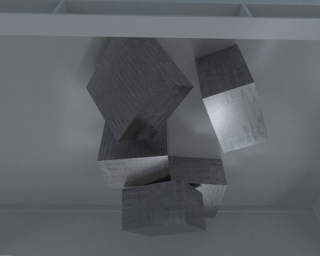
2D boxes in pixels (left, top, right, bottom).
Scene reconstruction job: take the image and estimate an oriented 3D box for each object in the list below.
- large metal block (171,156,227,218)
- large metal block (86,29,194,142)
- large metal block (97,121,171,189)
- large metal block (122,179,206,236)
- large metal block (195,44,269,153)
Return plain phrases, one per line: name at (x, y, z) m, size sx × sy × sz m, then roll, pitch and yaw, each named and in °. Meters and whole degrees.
large metal block at (0.049, 0.091, 0.471) m, size 0.081 × 0.050 × 0.079 m, roll 4°, pitch 130°, yaw -4°
large metal block at (-0.025, -0.043, 0.327) m, size 0.050 × 0.080 × 0.080 m, roll -5°, pitch 142°, yaw -46°
large metal block at (-0.029, 0.027, 0.396) m, size 0.080 × 0.080 × 0.050 m, roll -5°, pitch 130°, yaw 3°
large metal block at (0.007, 0.106, 0.398) m, size 0.080 × 0.050 × 0.080 m, roll -14°, pitch 152°, yaw 20°
large metal block at (0.079, -0.033, 0.346) m, size 0.050 × 0.080 × 0.080 m, roll -17°, pitch 128°, yaw 14°
